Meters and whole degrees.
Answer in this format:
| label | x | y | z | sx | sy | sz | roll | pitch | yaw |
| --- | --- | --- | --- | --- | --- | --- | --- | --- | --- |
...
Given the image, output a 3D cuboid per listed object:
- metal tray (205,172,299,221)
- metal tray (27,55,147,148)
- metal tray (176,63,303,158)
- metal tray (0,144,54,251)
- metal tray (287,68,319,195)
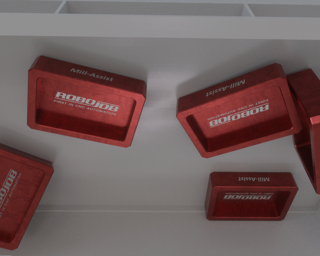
| label | x | y | z | sx | sy | sz | roll | pitch | yaw |
| --- | --- | --- | --- | --- | --- | --- | --- | --- | --- |
| metal tray | 0.143 | 0.112 | 0.502 | 0.131 | 0.030 | 0.089 | 1 | 130 | -1 |
| metal tray | -0.090 | -0.028 | 0.380 | 0.131 | 0.030 | 0.089 | 12 | 129 | -11 |
| metal tray | 0.097 | -0.016 | 0.385 | 0.130 | 0.030 | 0.090 | -19 | 128 | 21 |
| metal tray | -0.219 | 0.096 | 0.436 | 0.090 | 0.030 | 0.130 | 26 | 88 | -22 |
| metal tray | 0.185 | 0.006 | 0.372 | 0.030 | 0.090 | 0.130 | -16 | 129 | 13 |
